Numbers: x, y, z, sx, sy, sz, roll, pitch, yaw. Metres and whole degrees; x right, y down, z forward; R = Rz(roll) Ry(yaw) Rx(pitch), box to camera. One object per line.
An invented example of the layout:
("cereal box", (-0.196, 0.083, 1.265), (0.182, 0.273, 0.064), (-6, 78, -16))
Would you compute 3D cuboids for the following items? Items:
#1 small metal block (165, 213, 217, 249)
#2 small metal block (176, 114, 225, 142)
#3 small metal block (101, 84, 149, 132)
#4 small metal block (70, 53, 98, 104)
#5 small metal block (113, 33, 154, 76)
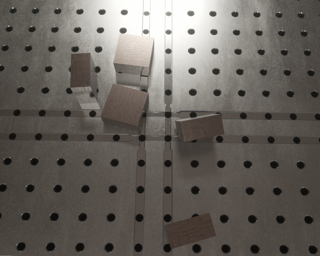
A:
("small metal block", (0.033, 0.118, 0.356), (0.050, 0.050, 0.025), (-14, 71, -5))
("small metal block", (0.049, -0.001, 0.397), (0.050, 0.050, 0.025), (-11, 93, -4))
("small metal block", (-0.047, -0.027, 0.421), (0.050, 0.025, 0.050), (15, 71, 5))
("small metal block", (-0.102, -0.066, 0.422), (0.025, 0.050, 0.050), (-4, 70, -2))
("small metal block", (-0.037, -0.106, 0.450), (0.050, 0.025, 0.050), (7, 70, 2))
